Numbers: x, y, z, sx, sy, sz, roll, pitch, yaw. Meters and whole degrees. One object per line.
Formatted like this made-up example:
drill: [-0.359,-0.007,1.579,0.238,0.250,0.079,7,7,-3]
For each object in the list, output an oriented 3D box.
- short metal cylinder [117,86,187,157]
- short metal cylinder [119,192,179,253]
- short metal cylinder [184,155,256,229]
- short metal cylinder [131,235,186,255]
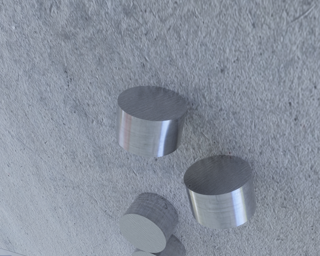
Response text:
short metal cylinder: [-0.011,-0.010,0.371,0.080,0.080,0.050,20,126,17]
short metal cylinder: [-0.017,0.150,0.493,0.080,0.050,0.079,13,124,21]
short metal cylinder: [0.074,0.076,0.379,0.080,0.080,0.050,-1,118,28]
short metal cylinder: [-0.003,0.220,0.528,0.080,0.050,0.079,13,124,21]
